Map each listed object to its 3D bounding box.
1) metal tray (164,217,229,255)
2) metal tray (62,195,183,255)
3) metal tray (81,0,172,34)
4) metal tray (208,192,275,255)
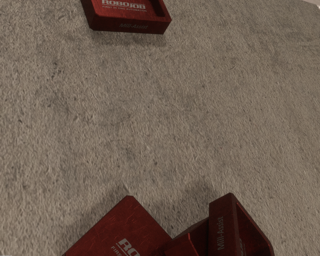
[{"bbox_3d":[0.062,0.161,0.309,0.130,0.030,0.090,61,20,15],"label":"metal tray"},{"bbox_3d":[-0.020,0.144,0.303,0.130,0.030,0.091,47,51,4],"label":"metal tray"},{"bbox_3d":[-0.055,-0.196,0.491,0.131,0.030,0.090,-8,66,-32],"label":"metal tray"},{"bbox_3d":[0.086,0.137,0.311,0.090,0.030,0.130,52,20,-11],"label":"metal tray"}]
